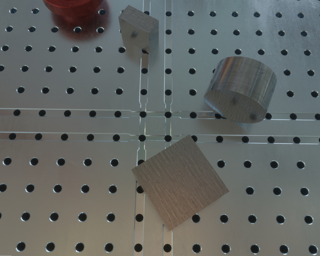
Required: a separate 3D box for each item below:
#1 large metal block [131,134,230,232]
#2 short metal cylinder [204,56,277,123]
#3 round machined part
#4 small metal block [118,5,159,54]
[{"bbox_3d":[0.023,0.068,0.374,0.080,0.050,0.080,-31,73,-11],"label":"large metal block"},{"bbox_3d":[0.103,-0.047,0.401,0.080,0.080,0.050,22,72,7],"label":"short metal cylinder"},{"bbox_3d":[-0.132,-0.211,0.478,0.099,0.042,0.098,0,70,-1],"label":"round machined part"},{"bbox_3d":[-0.030,-0.142,0.450,0.050,0.050,0.025,31,73,10],"label":"small metal block"}]
